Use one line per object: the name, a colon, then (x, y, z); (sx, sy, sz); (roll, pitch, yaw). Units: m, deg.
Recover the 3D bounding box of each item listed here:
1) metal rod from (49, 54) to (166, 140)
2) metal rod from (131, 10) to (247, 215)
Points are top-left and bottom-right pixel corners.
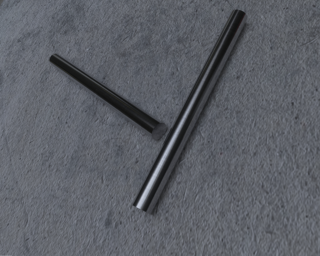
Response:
metal rod: (-0.099, -0.062, 0.493); (0.300, 0.025, 0.025); (34, 81, 38)
metal rod: (0.046, -0.033, 0.399); (0.025, 0.025, 0.300); (16, 70, 34)
